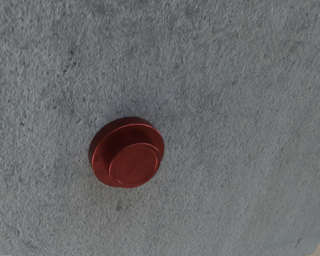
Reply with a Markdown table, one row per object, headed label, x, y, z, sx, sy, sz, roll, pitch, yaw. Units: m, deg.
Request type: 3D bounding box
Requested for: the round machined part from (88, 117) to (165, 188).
| label | x | y | z | sx | sy | sz | roll | pitch | yaw |
| --- | --- | --- | --- | --- | --- | --- | --- | --- | --- |
| round machined part | -0.038 | 0.038 | 0.398 | 0.099 | 0.042 | 0.097 | -14 | 124 | -21 |
